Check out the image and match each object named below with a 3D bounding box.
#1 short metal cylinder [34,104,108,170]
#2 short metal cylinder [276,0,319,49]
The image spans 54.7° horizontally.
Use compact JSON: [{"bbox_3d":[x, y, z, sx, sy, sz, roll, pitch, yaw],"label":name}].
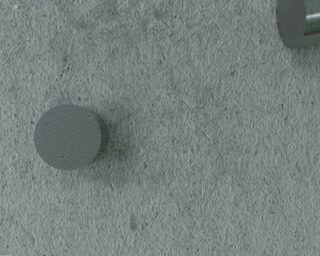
[{"bbox_3d":[-0.111,0.011,0.396,0.081,0.050,0.080,0,90,0],"label":"short metal cylinder"},{"bbox_3d":[0.185,-0.143,0.384,0.050,0.080,0.080,-11,90,0],"label":"short metal cylinder"}]
